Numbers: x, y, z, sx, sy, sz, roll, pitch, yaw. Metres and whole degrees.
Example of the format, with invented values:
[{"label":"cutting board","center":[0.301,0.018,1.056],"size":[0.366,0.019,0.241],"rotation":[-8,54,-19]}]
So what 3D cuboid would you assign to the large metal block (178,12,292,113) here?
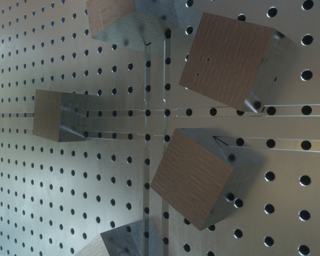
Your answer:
[{"label":"large metal block","center":[0.077,-0.068,0.328],"size":[0.080,0.050,0.079],"rotation":[30,108,35]}]

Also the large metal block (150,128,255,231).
[{"label":"large metal block","center":[0.046,0.054,0.354],"size":[0.080,0.050,0.079],"rotation":[35,112,34]}]

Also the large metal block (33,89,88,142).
[{"label":"large metal block","center":[-0.172,-0.022,0.532],"size":[0.080,0.050,0.079],"rotation":[10,96,39]}]

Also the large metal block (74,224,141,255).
[{"label":"large metal block","center":[-0.072,0.201,0.450],"size":[0.080,0.050,0.080],"rotation":[-45,63,30]}]

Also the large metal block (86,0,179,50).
[{"label":"large metal block","center":[-0.035,-0.147,0.401],"size":[0.080,0.081,0.050],"rotation":[-17,79,38]}]
